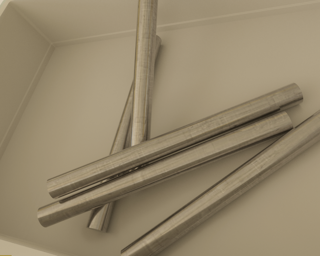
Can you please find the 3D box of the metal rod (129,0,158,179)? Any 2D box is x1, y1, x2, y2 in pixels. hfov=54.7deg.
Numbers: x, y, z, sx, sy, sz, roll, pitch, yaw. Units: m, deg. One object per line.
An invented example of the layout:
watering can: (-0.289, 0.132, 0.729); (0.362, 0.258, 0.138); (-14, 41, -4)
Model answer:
metal rod: (-0.019, -0.083, 0.388); (0.025, 0.025, 0.298); (2, 87, 29)

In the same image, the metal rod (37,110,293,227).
metal rod: (0.001, 0.049, 0.352); (0.301, 0.025, 0.025); (-22, 53, 6)

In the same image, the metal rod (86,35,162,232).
metal rod: (-0.043, -0.010, 0.432); (0.025, 0.025, 0.300); (0, 61, 28)

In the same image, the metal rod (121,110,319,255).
metal rod: (0.086, 0.054, 0.326); (0.300, 0.025, 0.025); (-36, 51, 3)

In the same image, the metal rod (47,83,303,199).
metal rod: (0.015, 0.016, 0.355); (0.301, 0.025, 0.025); (-22, 53, 2)
